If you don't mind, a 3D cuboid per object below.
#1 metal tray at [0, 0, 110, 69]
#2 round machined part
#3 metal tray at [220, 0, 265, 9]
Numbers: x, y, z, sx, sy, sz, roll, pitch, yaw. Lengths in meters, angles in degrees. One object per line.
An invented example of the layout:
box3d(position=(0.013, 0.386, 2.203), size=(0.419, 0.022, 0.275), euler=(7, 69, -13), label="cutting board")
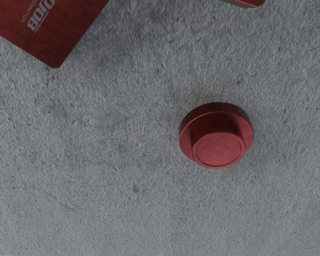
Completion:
box3d(position=(-0.103, -0.129, 0.292), size=(0.090, 0.030, 0.130), euler=(33, 123, -25), label="metal tray")
box3d(position=(0.075, 0.017, 0.412), size=(0.099, 0.042, 0.097), euler=(-1, 130, 0), label="round machined part")
box3d(position=(0.034, -0.160, 0.247), size=(0.131, 0.030, 0.089), euler=(13, 107, -12), label="metal tray")
